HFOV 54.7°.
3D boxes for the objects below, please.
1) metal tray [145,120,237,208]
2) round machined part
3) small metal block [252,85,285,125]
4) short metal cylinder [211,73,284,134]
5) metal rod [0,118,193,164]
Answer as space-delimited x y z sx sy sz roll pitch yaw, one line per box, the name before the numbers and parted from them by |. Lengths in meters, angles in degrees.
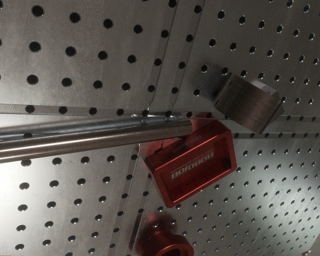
metal tray | 0.051 0.056 0.472 0.131 0.030 0.090 -28 128 -11
round machined part | 0.007 0.223 0.544 0.099 0.042 0.097 -14 125 -21
small metal block | 0.161 -0.030 0.483 0.050 0.025 0.050 -39 130 -2
short metal cylinder | 0.117 -0.034 0.421 0.080 0.080 0.050 19 108 -36
metal rod | -0.097 0.016 0.369 0.303 0.025 0.025 -7 122 -25
